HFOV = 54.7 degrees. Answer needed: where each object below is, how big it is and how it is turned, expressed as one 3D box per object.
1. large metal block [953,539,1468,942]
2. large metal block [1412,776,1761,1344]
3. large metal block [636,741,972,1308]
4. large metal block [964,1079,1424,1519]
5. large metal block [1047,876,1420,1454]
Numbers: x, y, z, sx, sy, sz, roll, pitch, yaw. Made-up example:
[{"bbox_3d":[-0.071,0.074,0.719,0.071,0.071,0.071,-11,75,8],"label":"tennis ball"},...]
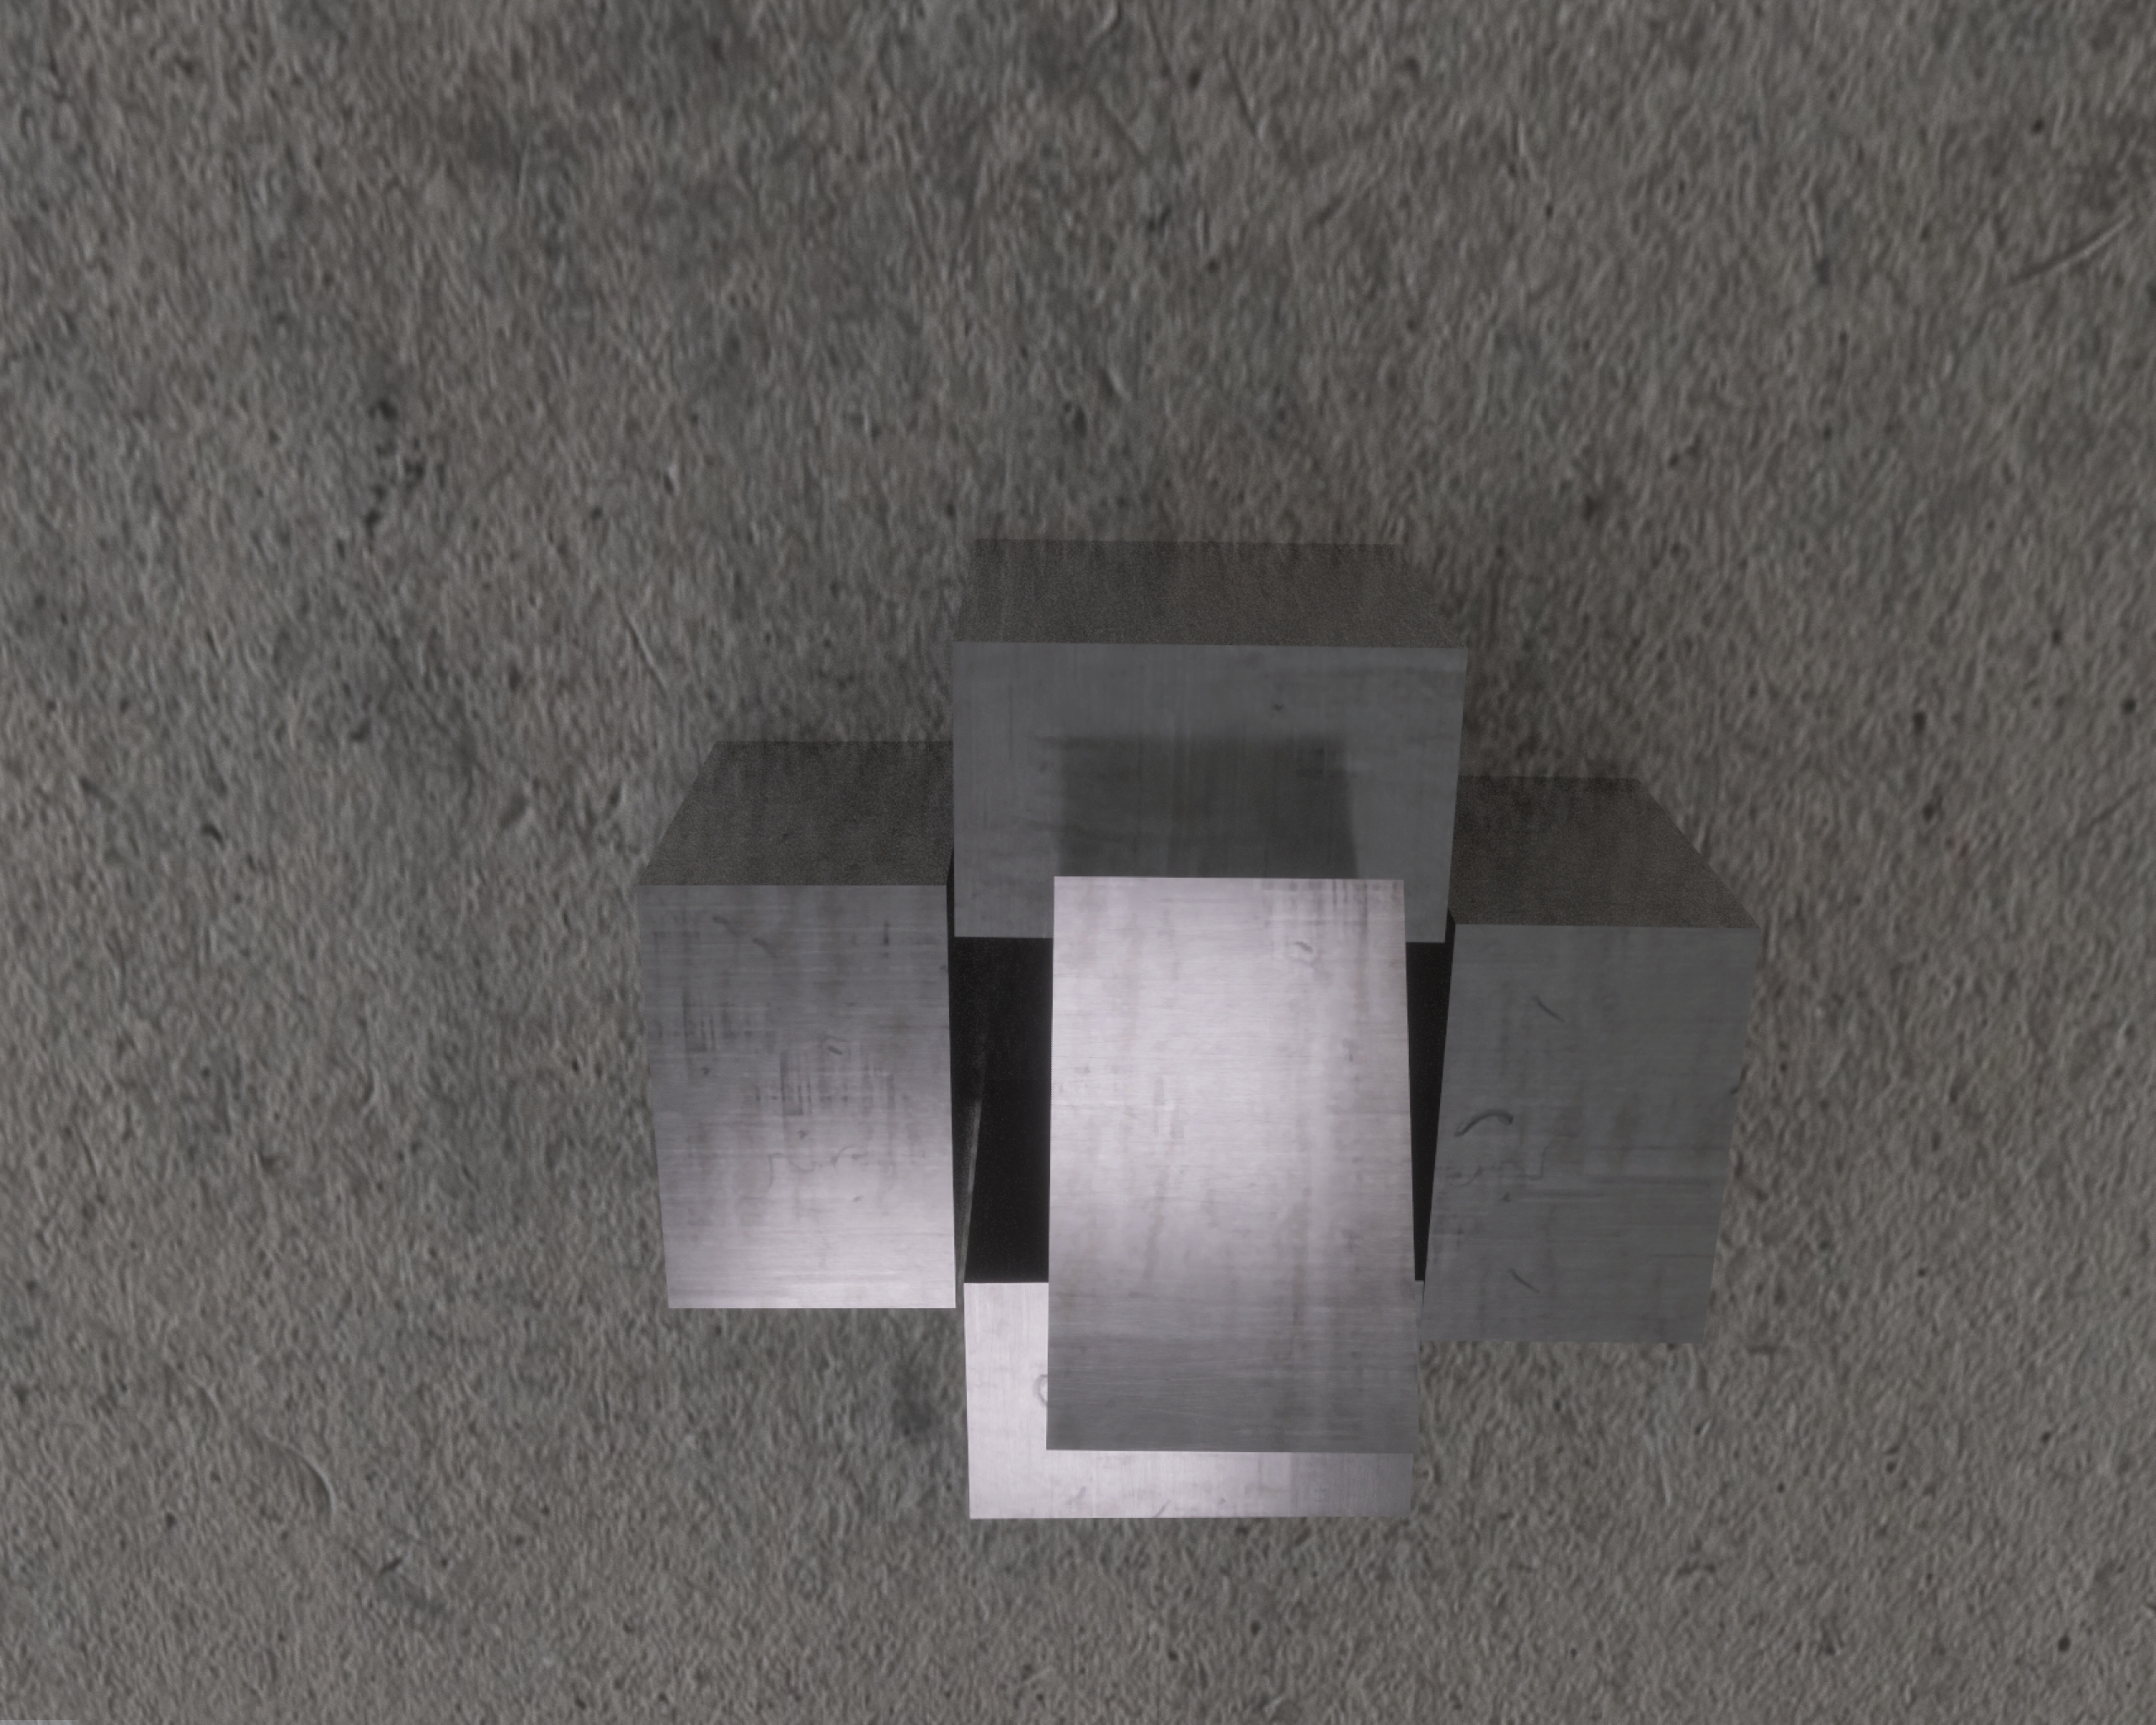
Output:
[{"bbox_3d":[0.020,-0.024,0.371,0.081,0.080,0.050,1,110,-1],"label":"large metal block"},{"bbox_3d":[0.086,0.034,0.394,0.050,0.080,0.079,1,110,-1],"label":"large metal block"},{"bbox_3d":[-0.047,0.027,0.390,0.050,0.080,0.079,0,110,0],"label":"large metal block"},{"bbox_3d":[0.020,0.083,0.411,0.081,0.080,0.050,0,110,0],"label":"large metal block"},{"bbox_3d":[0.022,0.050,0.329,0.050,0.080,0.080,1,76,0],"label":"large metal block"}]
